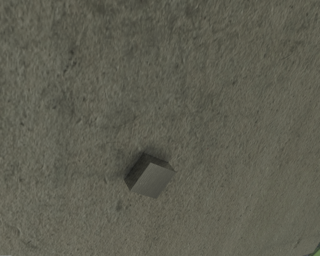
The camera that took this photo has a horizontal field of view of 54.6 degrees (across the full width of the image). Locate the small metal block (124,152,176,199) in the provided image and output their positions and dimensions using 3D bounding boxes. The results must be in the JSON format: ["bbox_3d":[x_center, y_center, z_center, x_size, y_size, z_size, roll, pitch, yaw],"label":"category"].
[{"bbox_3d":[-0.014,0.069,0.441,0.050,0.025,0.050,27,104,-37],"label":"small metal block"}]
